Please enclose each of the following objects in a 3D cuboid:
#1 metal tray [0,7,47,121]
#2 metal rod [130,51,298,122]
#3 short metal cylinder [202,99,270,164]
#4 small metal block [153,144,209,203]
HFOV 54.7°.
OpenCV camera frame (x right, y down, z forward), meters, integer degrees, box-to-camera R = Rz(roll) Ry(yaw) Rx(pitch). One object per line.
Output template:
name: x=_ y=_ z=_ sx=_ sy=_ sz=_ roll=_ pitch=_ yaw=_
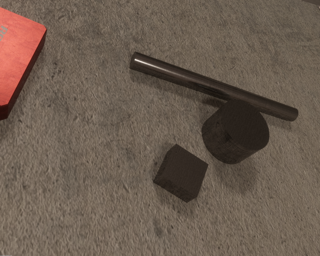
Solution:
metal tray: x=-0.193 y=-0.081 z=0.346 sx=0.091 sy=0.030 sz=0.130 roll=20 pitch=54 yaw=-17
metal rod: x=0.098 y=-0.061 z=0.495 sx=0.302 sy=0.025 sz=0.025 roll=15 pitch=56 yaw=-20
short metal cylinder: x=0.108 y=0.006 z=0.445 sx=0.081 sy=0.050 sz=0.080 roll=14 pitch=56 yaw=-21
small metal block: x=0.027 y=0.056 z=0.386 sx=0.050 sy=0.025 sz=0.050 roll=33 pitch=51 yaw=-7
